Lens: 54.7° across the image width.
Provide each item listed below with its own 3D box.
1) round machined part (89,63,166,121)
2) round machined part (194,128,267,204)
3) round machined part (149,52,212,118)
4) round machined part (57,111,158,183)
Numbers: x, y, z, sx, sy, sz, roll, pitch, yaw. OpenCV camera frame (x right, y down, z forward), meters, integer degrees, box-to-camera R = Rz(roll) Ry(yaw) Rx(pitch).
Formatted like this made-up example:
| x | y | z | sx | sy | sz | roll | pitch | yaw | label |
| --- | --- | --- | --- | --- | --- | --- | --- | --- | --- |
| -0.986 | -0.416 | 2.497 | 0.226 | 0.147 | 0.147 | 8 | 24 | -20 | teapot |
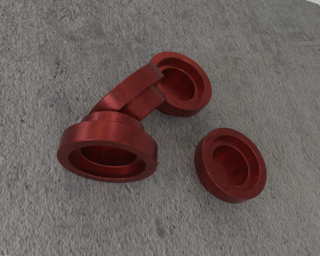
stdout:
| x | y | z | sx | sy | sz | roll | pitch | yaw | label |
| --- | --- | --- | --- | --- | --- | --- | --- | --- | --- |
| -0.032 | -0.027 | 0.358 | 0.042 | 0.098 | 0.099 | 50 | 51 | -3 | round machined part |
| 0.087 | 0.052 | 0.408 | 0.099 | 0.042 | 0.098 | 14 | 56 | -21 | round machined part |
| 0.020 | -0.057 | 0.438 | 0.099 | 0.042 | 0.098 | 14 | 56 | -21 | round machined part |
| -0.051 | 0.018 | 0.318 | 0.099 | 0.097 | 0.042 | 16 | 56 | -19 | round machined part |
